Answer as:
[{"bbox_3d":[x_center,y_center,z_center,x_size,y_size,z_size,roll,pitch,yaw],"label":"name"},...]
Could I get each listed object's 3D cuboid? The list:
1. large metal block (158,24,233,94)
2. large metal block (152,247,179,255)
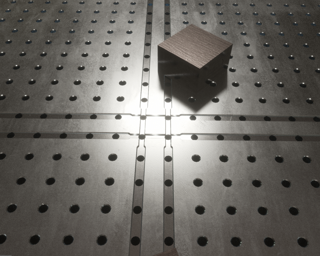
[{"bbox_3d":[0.053,-0.110,0.484,0.080,0.050,0.080,36,58,26],"label":"large metal block"},{"bbox_3d":[-0.011,0.160,0.257,0.081,0.050,0.080,-15,52,-13],"label":"large metal block"}]
